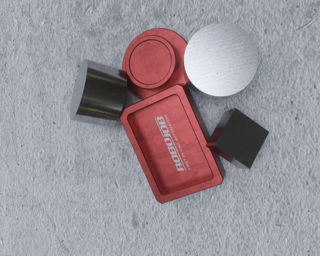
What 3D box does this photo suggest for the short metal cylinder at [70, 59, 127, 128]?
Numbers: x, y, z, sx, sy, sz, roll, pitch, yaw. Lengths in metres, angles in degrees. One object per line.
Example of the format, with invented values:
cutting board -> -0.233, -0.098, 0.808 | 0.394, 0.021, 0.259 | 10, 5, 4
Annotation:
short metal cylinder -> -0.081, -0.044, 0.403 | 0.050, 0.080, 0.080 | 13, 96, -24

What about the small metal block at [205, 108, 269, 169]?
small metal block -> 0.090, 0.013, 0.360 | 0.050, 0.025, 0.050 | 34, 77, -10

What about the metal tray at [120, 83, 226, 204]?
metal tray -> 0.015, 0.020, 0.390 | 0.090, 0.030, 0.129 | -23, 92, 18

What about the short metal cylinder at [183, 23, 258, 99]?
short metal cylinder -> 0.067, -0.075, 0.362 | 0.080, 0.050, 0.079 | 0, 92, 2

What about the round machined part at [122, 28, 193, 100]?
round machined part -> -0.006, -0.082, 0.404 | 0.098, 0.042, 0.097 | 0, 90, 20
